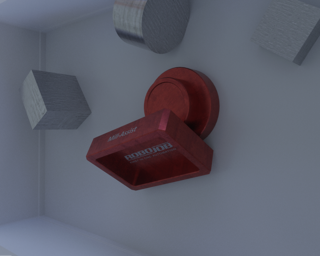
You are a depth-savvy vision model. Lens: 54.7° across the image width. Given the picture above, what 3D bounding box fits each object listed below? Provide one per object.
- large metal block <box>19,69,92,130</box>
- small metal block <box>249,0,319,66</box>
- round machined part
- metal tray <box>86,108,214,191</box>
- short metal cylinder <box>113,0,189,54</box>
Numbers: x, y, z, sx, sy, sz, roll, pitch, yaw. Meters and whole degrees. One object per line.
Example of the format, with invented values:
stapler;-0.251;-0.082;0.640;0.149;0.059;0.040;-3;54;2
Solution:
large metal block;-0.172;-0.044;0.510;0.050;0.081;0.080;-41;65;32
small metal block;0.126;-0.096;0.302;0.050;0.025;0.050;40;114;32
round machined part;0.019;-0.026;0.379;0.098;0.042;0.097;0;90;39
metal tray;-0.014;0.033;0.374;0.130;0.090;0.030;-21;41;38
short metal cylinder;-0.010;-0.136;0.377;0.050;0.081;0.079;28;107;36
